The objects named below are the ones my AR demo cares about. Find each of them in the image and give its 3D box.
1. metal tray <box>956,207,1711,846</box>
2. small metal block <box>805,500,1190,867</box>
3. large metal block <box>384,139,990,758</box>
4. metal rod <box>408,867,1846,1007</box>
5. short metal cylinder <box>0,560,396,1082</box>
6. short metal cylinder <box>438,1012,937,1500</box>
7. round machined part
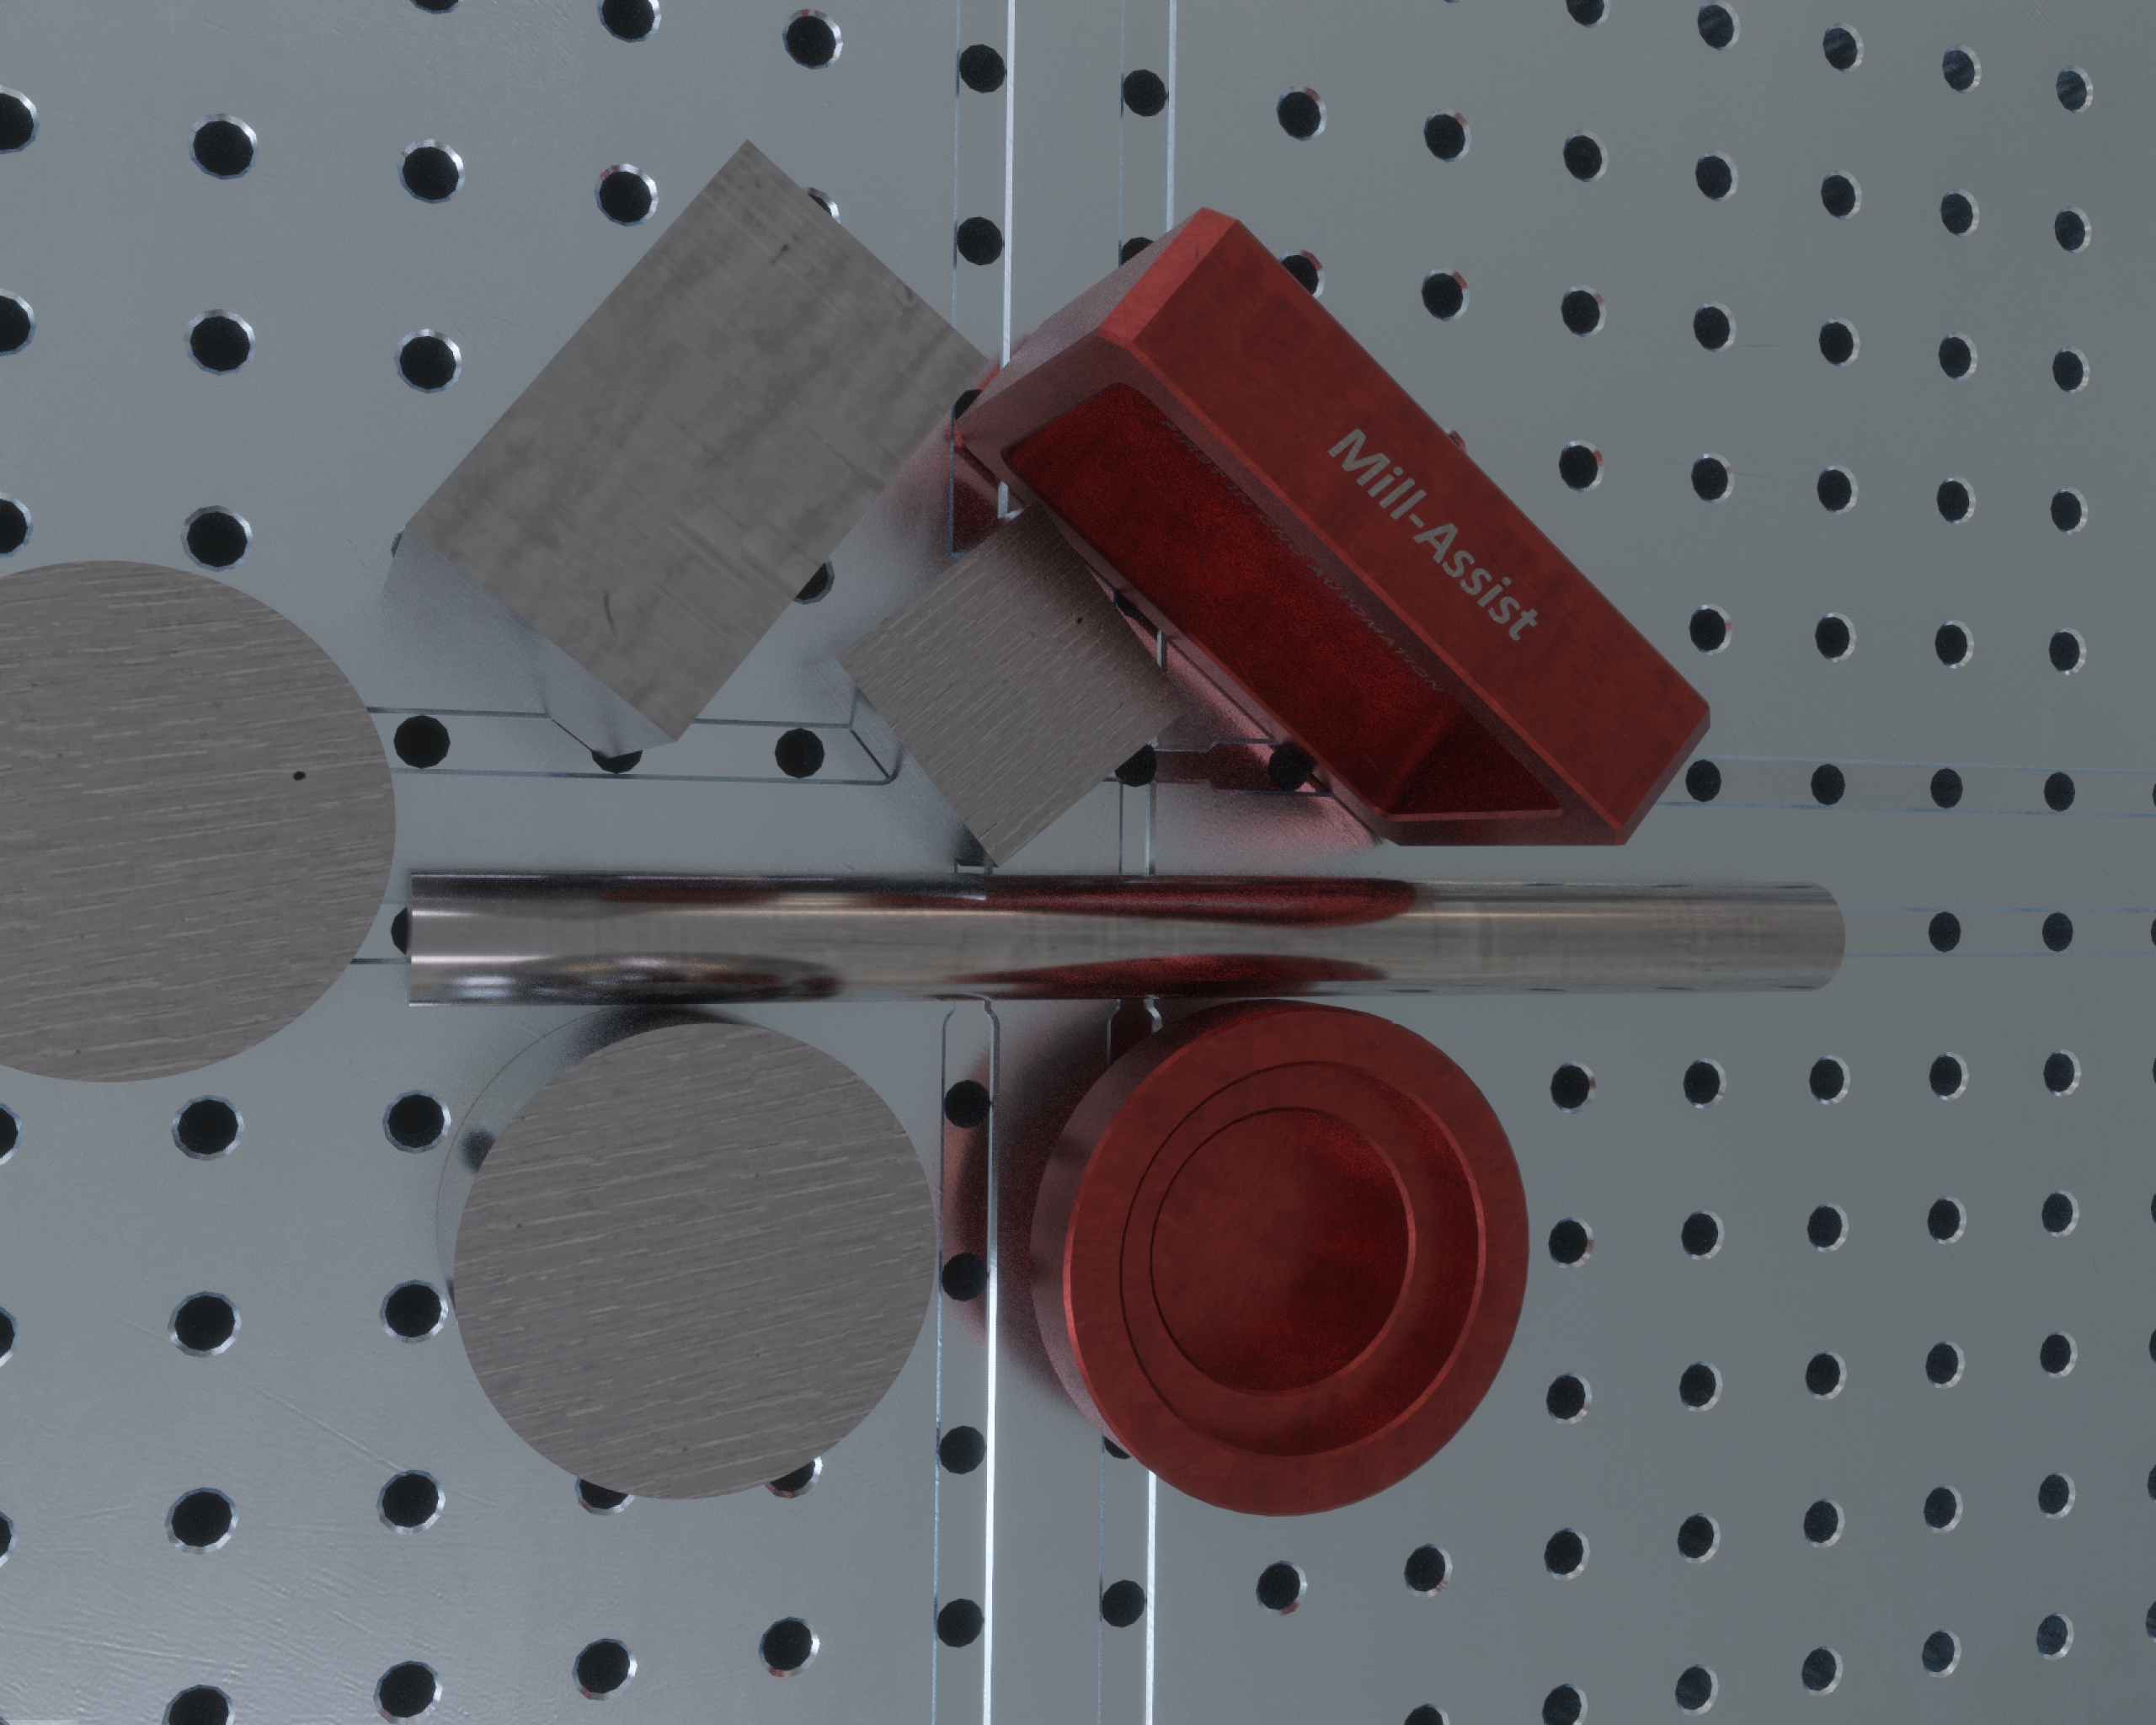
[{"bbox_3d":[0.045,-0.056,0.394,0.130,0.090,0.030,42,77,-15],"label":"metal tray"},{"bbox_3d":[-0.016,-0.034,0.407,0.050,0.025,0.050,-41,103,-15],"label":"small metal block"},{"bbox_3d":[-0.070,-0.066,0.357,0.050,0.080,0.080,41,77,-16],"label":"large metal block"},{"bbox_3d":[0.024,0.015,0.421,0.302,0.025,0.025,1,90,-20],"label":"metal rod"},{"bbox_3d":[-0.155,-0.006,0.341,0.081,0.050,0.080,0,90,-20],"label":"short metal cylinder"},{"bbox_3d":[-0.071,0.066,0.373,0.081,0.050,0.080,0,90,-20],"label":"short metal cylinder"},{"bbox_3d":[0.037,0.076,0.417,0.099,0.042,0.097,0,90,-20],"label":"round machined part"}]
